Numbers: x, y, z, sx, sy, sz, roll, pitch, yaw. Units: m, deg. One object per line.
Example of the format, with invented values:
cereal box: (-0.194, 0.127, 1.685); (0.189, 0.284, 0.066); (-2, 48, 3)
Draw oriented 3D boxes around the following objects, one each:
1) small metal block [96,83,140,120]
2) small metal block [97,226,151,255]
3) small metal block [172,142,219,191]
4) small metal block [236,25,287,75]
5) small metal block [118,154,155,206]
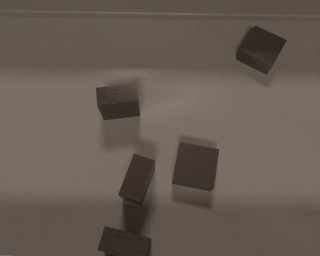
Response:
small metal block: (-0.054, -0.034, 0.408); (0.050, 0.050, 0.025); (-7, 71, -3)
small metal block: (-0.038, 0.130, 0.348); (0.050, 0.050, 0.025); (13, 71, 4)
small metal block: (0.045, 0.049, 0.392); (0.050, 0.025, 0.050); (11, 70, 3)
small metal block: (0.148, -0.114, 0.453); (0.050, 0.025, 0.050); (30, 72, 10)
small metal block: (-0.026, 0.064, 0.373); (0.025, 0.050, 0.050); (18, 71, 6)
